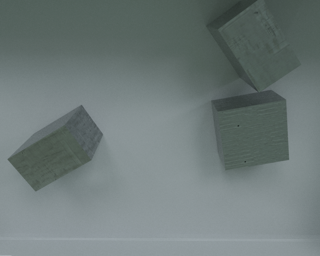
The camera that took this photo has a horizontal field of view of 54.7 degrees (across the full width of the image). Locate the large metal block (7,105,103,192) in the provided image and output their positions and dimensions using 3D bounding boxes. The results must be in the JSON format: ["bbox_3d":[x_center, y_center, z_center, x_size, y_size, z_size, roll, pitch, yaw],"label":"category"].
[{"bbox_3d":[-0.125,0.022,0.388,0.080,0.080,0.050,-29,108,10],"label":"large metal block"}]

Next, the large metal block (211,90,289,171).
[{"bbox_3d":[0.115,0.002,0.400,0.080,0.050,0.079,-10,110,3],"label":"large metal block"}]

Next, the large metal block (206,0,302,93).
[{"bbox_3d":[0.101,-0.095,0.349,0.050,0.080,0.080,-35,107,12],"label":"large metal block"}]
